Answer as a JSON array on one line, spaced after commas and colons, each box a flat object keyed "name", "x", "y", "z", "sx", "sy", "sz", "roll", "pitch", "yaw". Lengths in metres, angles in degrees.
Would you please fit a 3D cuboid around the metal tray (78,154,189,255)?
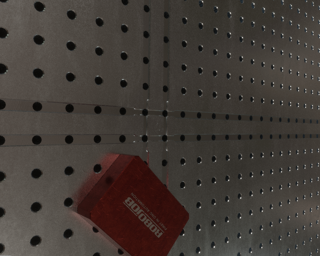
[{"name": "metal tray", "x": -0.026, "y": 0.107, "z": 0.386, "sx": 0.130, "sy": 0.030, "sz": 0.090, "roll": 53, "pitch": 59, "yaw": -27}]
